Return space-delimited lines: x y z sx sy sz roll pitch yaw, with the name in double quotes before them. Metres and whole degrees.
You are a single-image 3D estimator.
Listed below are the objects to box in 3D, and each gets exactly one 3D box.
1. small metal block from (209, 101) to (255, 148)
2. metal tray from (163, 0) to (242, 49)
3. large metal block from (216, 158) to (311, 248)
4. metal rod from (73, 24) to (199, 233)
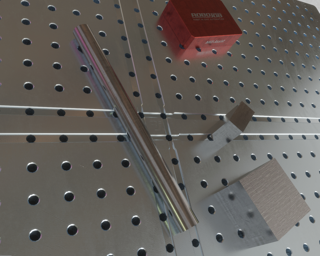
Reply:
"small metal block" 0.105 -0.005 0.454 0.025 0.050 0.050 42 51 0
"metal tray" 0.080 -0.193 0.568 0.131 0.030 0.090 -15 70 -35
"large metal block" 0.136 0.097 0.409 0.081 0.050 0.080 -21 73 -36
"metal rod" -0.038 -0.011 0.395 0.025 0.025 0.299 -19 72 -36
